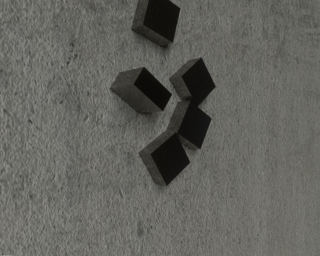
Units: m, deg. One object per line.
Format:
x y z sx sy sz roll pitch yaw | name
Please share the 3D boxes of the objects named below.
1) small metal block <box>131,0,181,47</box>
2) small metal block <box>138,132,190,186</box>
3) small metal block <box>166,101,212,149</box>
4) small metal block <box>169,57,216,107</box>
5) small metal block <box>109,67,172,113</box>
-0.005 -0.141 0.400 0.050 0.025 0.050 20 78 -38 | small metal block
0.007 0.040 0.410 0.050 0.025 0.050 -40 114 -33 | small metal block
0.041 -0.004 0.439 0.050 0.025 0.050 35 68 -35 | small metal block
0.047 -0.065 0.444 0.050 0.025 0.050 -46 118 -30 | small metal block
-0.023 -0.044 0.369 0.050 0.050 0.025 41 65 -33 | small metal block
